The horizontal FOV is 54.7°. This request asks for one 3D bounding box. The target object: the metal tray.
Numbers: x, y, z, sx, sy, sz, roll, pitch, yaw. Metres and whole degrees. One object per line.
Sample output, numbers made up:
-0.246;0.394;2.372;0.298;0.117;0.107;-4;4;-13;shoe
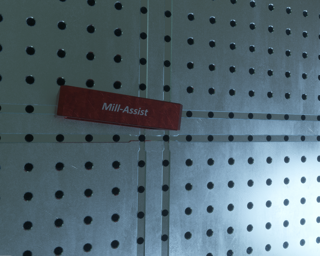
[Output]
-0.051;-0.019;0.359;0.131;0.090;0.030;7;88;-20;metal tray
